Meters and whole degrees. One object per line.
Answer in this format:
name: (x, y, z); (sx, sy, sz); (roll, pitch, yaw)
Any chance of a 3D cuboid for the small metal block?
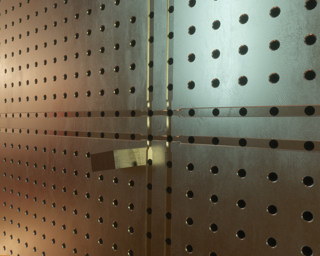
small metal block: (-0.063, 0.046, 0.447); (0.050, 0.050, 0.025); (-13, 82, 39)
